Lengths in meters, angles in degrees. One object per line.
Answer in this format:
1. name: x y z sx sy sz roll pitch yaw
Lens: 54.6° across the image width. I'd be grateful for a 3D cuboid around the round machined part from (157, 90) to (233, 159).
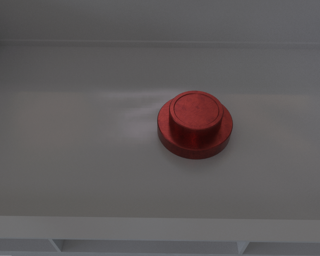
1. round machined part: 0.046 -0.011 0.404 0.099 0.042 0.098 0 50 0
